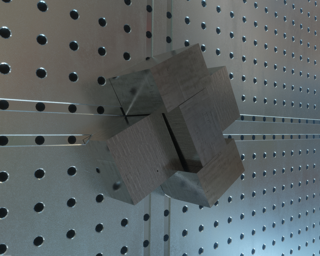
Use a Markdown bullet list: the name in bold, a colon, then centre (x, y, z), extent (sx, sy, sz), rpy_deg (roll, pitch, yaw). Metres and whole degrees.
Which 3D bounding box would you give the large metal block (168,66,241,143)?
- **large metal block**: centre (0.062, -0.034, 0.443), extent (0.080, 0.050, 0.080), rpy_deg (-36, 114, -34)

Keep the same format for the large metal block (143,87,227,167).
- **large metal block**: centre (0.027, -0.001, 0.395), extent (0.050, 0.080, 0.080), rpy_deg (-36, 112, -34)

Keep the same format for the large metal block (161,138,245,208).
- **large metal block**: centre (0.052, 0.055, 0.416), extent (0.080, 0.080, 0.050), rpy_deg (-36, 112, -35)

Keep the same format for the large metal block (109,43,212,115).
- **large metal block**: centre (0.001, -0.057, 0.372), extent (0.080, 0.080, 0.050), rpy_deg (-35, 111, -34)

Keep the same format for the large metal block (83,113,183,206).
- **large metal block**: centre (-0.030, 0.031, 0.368), extent (0.080, 0.050, 0.080), rpy_deg (-33, 110, -35)
